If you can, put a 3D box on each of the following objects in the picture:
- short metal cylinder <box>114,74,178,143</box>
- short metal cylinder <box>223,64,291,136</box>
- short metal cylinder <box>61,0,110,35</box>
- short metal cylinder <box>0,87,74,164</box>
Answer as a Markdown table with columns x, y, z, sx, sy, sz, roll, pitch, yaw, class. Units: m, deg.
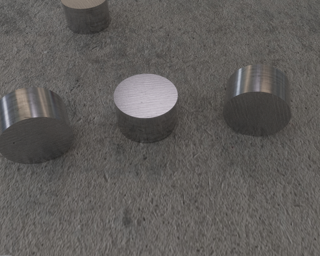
| x | y | z | sx | sy | sz | roll | pitch | yaw | class |
| --- | --- | --- | --- | --- | --- | --- | --- | --- | --- |
| -0.018 | -0.026 | 0.409 | 0.080 | 0.050 | 0.080 | 0 | 50 | 0 | short metal cylinder |
| 0.124 | -0.034 | 0.397 | 0.080 | 0.080 | 0.050 | 10 | 51 | 8 | short metal cylinder |
| -0.134 | -0.216 | 0.567 | 0.080 | 0.050 | 0.080 | 0 | 50 | 0 | short metal cylinder |
| -0.149 | -0.002 | 0.368 | 0.081 | 0.080 | 0.050 | -17 | 52 | -14 | short metal cylinder |
